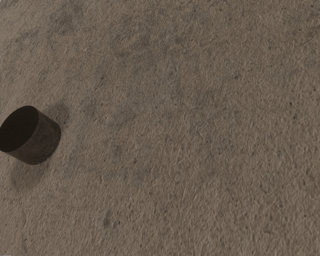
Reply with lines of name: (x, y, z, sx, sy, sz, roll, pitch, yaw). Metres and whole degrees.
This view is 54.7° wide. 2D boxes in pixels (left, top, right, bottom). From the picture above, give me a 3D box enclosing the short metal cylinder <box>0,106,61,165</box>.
short metal cylinder: (-0.205, 0.012, 0.485, 0.080, 0.050, 0.080, -13, 56, 20)
